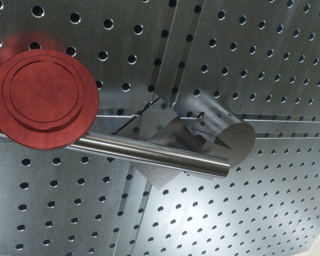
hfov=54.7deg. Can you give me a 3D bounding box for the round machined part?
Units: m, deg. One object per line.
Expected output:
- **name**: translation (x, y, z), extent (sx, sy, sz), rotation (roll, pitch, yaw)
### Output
- **round machined part**: translation (-0.107, -0.029, 0.290), extent (0.099, 0.042, 0.097), rotation (3, 79, -17)

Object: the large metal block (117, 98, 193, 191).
- **large metal block**: translation (-0.001, 0.022, 0.407), extent (0.080, 0.050, 0.080), rotation (-40, 130, -2)

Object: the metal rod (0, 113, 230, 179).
- **metal rod**: translation (-0.065, 0.017, 0.331), extent (0.302, 0.025, 0.025), rotation (13, 113, -16)

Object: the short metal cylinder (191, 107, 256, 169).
- **short metal cylinder**: translation (0.092, 0.015, 0.457), extent (0.081, 0.050, 0.079), rotation (-14, 125, -21)

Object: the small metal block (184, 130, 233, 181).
- **small metal block**: translation (0.057, 0.036, 0.399), extent (0.050, 0.025, 0.050), rotation (20, 108, -36)
